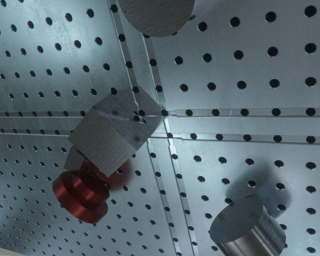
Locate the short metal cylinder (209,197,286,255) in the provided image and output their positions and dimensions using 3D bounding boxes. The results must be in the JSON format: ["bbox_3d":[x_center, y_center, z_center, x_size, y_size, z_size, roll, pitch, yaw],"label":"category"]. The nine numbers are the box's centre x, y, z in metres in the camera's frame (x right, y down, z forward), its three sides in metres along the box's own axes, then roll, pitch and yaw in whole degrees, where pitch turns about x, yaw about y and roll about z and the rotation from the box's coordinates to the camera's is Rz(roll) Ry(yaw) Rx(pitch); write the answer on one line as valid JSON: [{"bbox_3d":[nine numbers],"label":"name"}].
[{"bbox_3d":[0.112,0.136,0.400,0.080,0.080,0.050,-31,101,37],"label":"short metal cylinder"}]

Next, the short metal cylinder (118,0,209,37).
[{"bbox_3d":[0.005,-0.136,0.307,0.080,0.050,0.079,13,124,20],"label":"short metal cylinder"}]

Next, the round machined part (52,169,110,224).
[{"bbox_3d":[-0.120,0.104,0.502,0.098,0.098,0.042,43,93,-2],"label":"round machined part"}]

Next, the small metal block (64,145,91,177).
[{"bbox_3d":[-0.118,0.040,0.480,0.025,0.050,0.050,35,129,5],"label":"small metal block"}]

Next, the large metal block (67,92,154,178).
[{"bbox_3d":[-0.070,0.010,0.437,0.080,0.050,0.080,45,129,-3],"label":"large metal block"}]
